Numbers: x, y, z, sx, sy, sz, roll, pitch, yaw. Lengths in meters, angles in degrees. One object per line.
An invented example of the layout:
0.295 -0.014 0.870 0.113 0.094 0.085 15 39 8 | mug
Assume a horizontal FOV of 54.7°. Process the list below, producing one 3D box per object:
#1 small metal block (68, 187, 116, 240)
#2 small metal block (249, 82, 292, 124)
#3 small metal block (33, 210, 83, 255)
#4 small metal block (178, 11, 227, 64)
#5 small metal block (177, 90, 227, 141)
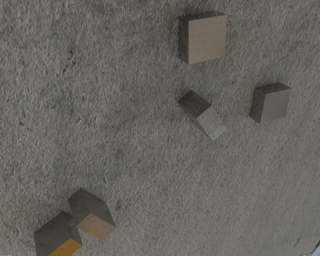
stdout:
-0.091 0.114 0.411 0.025 0.050 0.050 -43 129 1 | small metal block
0.169 -0.039 0.475 0.050 0.025 0.050 -13 124 -21 | small metal block
-0.135 0.147 0.408 0.050 0.050 0.025 -38 129 -3 | small metal block
0.050 -0.108 0.367 0.050 0.025 0.050 -16 125 -19 | small metal block
0.055 -0.017 0.410 0.025 0.050 0.050 -41 130 0 | small metal block
